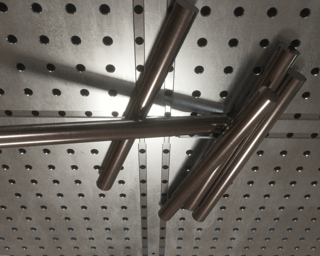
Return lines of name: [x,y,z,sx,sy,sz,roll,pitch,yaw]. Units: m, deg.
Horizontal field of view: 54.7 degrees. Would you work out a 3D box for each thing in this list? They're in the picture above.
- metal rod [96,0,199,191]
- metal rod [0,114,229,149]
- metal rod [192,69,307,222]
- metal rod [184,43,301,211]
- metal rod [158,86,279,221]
metal rod: [-0.030,-0.017,0.396,0.025,0.025,0.298,17,128,-15]
metal rod: [-0.060,0.003,0.368,0.302,0.025,0.025,-4,132,-16]
metal rod: [0.114,0.046,0.452,0.025,0.025,0.298,14,129,-12]
metal rod: [0.096,0.021,0.431,0.025,0.025,0.298,14,129,-12]
metal rod: [0.064,0.057,0.439,0.025,0.025,0.298,17,135,-14]
